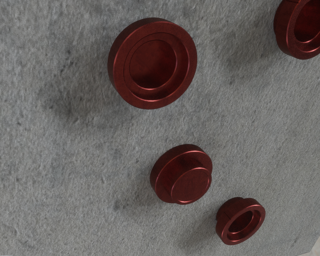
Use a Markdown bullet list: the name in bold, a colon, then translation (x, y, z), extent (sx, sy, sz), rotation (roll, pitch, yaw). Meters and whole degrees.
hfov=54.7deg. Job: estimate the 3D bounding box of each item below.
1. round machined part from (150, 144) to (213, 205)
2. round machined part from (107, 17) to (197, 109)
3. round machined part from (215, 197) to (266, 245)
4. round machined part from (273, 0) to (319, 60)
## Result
- **round machined part**: translation (0.038, 0.076, 0.466), extent (0.099, 0.042, 0.097), rotation (-14, 125, -21)
- **round machined part**: translation (-0.011, -0.073, 0.346), extent (0.099, 0.042, 0.097), rotation (-14, 125, -21)
- **round machined part**: translation (0.146, 0.169, 0.583), extent (0.099, 0.042, 0.097), rotation (-14, 125, -21)
- **round machined part**: translation (0.193, -0.145, 0.414), extent (0.099, 0.042, 0.097), rotation (-14, 124, -21)
